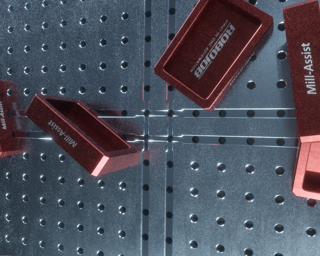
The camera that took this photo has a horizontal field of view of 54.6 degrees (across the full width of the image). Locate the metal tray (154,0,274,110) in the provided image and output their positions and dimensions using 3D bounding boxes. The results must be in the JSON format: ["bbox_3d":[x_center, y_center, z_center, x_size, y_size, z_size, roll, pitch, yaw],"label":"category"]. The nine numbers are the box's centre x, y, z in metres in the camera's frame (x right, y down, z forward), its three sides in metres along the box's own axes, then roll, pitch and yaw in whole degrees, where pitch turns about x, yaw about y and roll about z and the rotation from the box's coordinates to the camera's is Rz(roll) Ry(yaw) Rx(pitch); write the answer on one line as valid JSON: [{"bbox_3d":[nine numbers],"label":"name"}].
[{"bbox_3d":[0.065,-0.098,0.387,0.090,0.030,0.130,39,102,16],"label":"metal tray"}]

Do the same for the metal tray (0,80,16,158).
[{"bbox_3d":[-0.297,-0.010,0.516,0.090,0.030,0.129,-14,85,19],"label":"metal tray"}]

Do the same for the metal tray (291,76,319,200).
[{"bbox_3d":[0.191,0.016,0.315,0.090,0.030,0.129,8,117,19],"label":"metal tray"}]

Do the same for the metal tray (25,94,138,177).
[{"bbox_3d":[-0.102,0.007,0.414,0.130,0.090,0.030,38,102,16],"label":"metal tray"}]

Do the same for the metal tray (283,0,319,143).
[{"bbox_3d":[0.154,-0.050,0.316,0.030,0.090,0.129,-8,83,28],"label":"metal tray"}]
